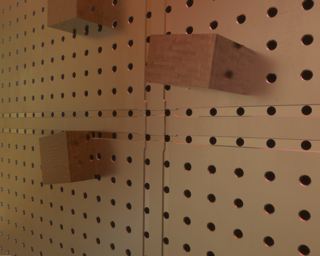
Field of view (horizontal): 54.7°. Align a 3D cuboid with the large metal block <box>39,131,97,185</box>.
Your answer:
[{"bbox_3d":[-0.155,0.050,0.518,0.080,0.050,0.080,-12,83,39],"label":"large metal block"}]

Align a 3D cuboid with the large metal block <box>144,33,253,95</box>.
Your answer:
[{"bbox_3d":[0.043,-0.068,0.337,0.080,0.081,0.050,13,98,39],"label":"large metal block"}]

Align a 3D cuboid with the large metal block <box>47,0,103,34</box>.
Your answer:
[{"bbox_3d":[-0.138,-0.206,0.504,0.080,0.050,0.079,2,92,39],"label":"large metal block"}]
